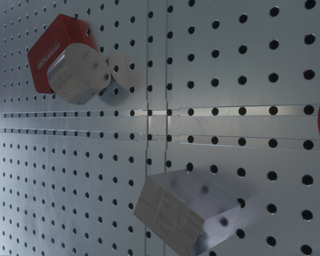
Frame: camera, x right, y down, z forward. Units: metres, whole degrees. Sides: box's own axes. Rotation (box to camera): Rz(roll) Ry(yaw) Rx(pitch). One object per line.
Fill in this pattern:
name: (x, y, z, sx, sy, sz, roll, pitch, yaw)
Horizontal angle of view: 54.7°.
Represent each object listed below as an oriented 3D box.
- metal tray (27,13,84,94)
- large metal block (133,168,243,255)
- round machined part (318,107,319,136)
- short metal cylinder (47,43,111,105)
metal tray: (-0.190, -0.131, 0.563, 0.130, 0.030, 0.090, -31, 71, 35)
large metal block: (0.032, 0.091, 0.347, 0.080, 0.081, 0.050, 31, 110, 35)
round machined part: (0.180, -0.006, 0.249, 0.098, 0.042, 0.097, 0, 90, 40)
short metal cylinder: (-0.123, -0.082, 0.475, 0.050, 0.081, 0.080, -32, 71, 36)
